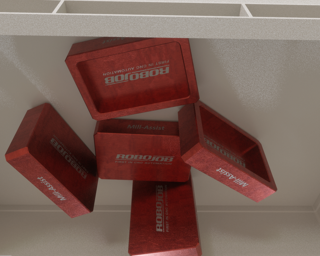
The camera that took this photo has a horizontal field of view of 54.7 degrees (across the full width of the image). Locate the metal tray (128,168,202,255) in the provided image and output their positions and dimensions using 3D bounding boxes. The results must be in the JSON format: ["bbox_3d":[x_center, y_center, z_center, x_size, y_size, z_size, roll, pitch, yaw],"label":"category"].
[{"bbox_3d":[0.006,0.121,0.439,0.090,0.130,0.030,-10,130,7],"label":"metal tray"}]

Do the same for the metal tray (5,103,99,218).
[{"bbox_3d":[-0.128,0.043,0.399,0.030,0.090,0.130,-20,128,14],"label":"metal tray"}]

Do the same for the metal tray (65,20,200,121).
[{"bbox_3d":[-0.027,-0.061,0.351,0.131,0.030,0.090,-10,130,8],"label":"metal tray"}]

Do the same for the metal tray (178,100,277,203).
[{"bbox_3d":[0.083,0.028,0.388,0.131,0.090,0.030,31,124,-24],"label":"metal tray"}]

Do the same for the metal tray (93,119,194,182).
[{"bbox_3d":[-0.021,0.033,0.430,0.131,0.030,0.089,2,130,-3],"label":"metal tray"}]
